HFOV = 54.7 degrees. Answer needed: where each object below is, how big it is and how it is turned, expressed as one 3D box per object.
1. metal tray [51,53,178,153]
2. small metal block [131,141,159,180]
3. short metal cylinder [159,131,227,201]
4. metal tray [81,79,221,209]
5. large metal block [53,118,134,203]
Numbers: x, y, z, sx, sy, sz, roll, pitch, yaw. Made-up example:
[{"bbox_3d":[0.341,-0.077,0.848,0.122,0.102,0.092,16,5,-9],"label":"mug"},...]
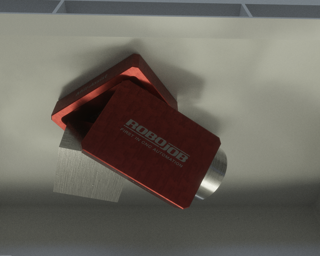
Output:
[{"bbox_3d":[-0.055,-0.022,0.384,0.130,0.030,0.090,-27,126,21],"label":"metal tray"},{"bbox_3d":[-0.026,0.048,0.448,0.050,0.025,0.050,-23,127,18],"label":"small metal block"},{"bbox_3d":[0.042,0.050,0.415,0.050,0.080,0.080,32,123,-25],"label":"short metal cylinder"},{"bbox_3d":[-0.008,0.019,0.342,0.130,0.090,0.030,32,162,-8],"label":"metal tray"},{"bbox_3d":[-0.081,0.042,0.383,0.081,0.050,0.079,13,129,-11],"label":"large metal block"}]
